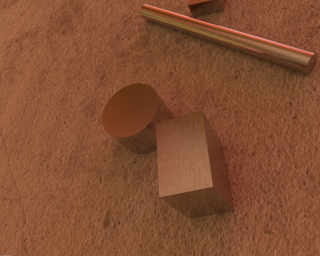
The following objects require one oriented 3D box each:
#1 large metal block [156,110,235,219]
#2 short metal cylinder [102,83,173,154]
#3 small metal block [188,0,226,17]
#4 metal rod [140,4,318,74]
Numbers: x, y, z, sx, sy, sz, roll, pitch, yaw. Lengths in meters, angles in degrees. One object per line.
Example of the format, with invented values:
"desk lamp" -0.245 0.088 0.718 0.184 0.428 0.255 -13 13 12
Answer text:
"large metal block" 0.037 0.041 0.323 0.050 0.080 0.080 -16 56 19
"short metal cylinder" -0.028 -0.012 0.408 0.080 0.050 0.080 -13 56 20
"small metal block" 0.076 -0.207 0.490 0.050 0.025 0.050 -2 61 27
"metal rod" 0.075 -0.139 0.448 0.300 0.025 0.025 33 80 37
